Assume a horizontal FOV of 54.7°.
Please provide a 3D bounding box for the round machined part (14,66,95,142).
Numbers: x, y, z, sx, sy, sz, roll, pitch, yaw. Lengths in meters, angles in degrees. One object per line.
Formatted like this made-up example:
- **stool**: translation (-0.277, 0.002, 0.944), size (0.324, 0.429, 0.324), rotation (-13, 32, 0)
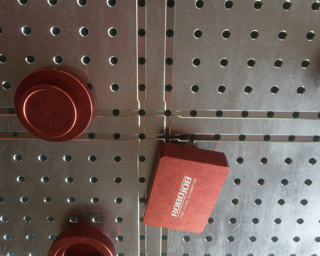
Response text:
- **round machined part**: translation (-0.136, -0.026, 0.393), size (0.099, 0.042, 0.097), rotation (0, 110, -1)

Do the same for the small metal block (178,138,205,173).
- **small metal block**: translation (0.039, 0.051, 0.433), size (0.050, 0.025, 0.050), rotation (-32, 107, 11)

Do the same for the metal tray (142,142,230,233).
- **metal tray**: translation (0.032, 0.086, 0.428), size (0.091, 0.030, 0.129), rotation (11, 122, -6)

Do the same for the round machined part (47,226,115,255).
- **round machined part**: translation (-0.117, 0.191, 0.473), size (0.099, 0.042, 0.097), rotation (0, 110, -1)
